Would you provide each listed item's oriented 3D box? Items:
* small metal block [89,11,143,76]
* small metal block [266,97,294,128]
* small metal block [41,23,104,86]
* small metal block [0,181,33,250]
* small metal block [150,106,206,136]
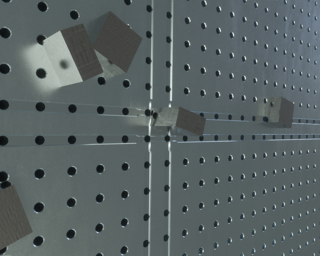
[{"bbox_3d":[-0.055,-0.097,0.362,0.050,0.025,0.050,34,69,-35],"label":"small metal block"},{"bbox_3d":[0.235,-0.029,0.604,0.050,0.025,0.050,17,79,-39],"label":"small metal block"},{"bbox_3d":[-0.090,-0.073,0.317,0.025,0.050,0.050,-34,111,-35],"label":"small metal block"},{"bbox_3d":[-0.152,0.083,0.281,0.050,0.025,0.050,-25,106,-37],"label":"small metal block"},{"bbox_3d":[0.024,-0.008,0.412,0.050,0.050,0.025,20,78,-38],"label":"small metal block"}]
